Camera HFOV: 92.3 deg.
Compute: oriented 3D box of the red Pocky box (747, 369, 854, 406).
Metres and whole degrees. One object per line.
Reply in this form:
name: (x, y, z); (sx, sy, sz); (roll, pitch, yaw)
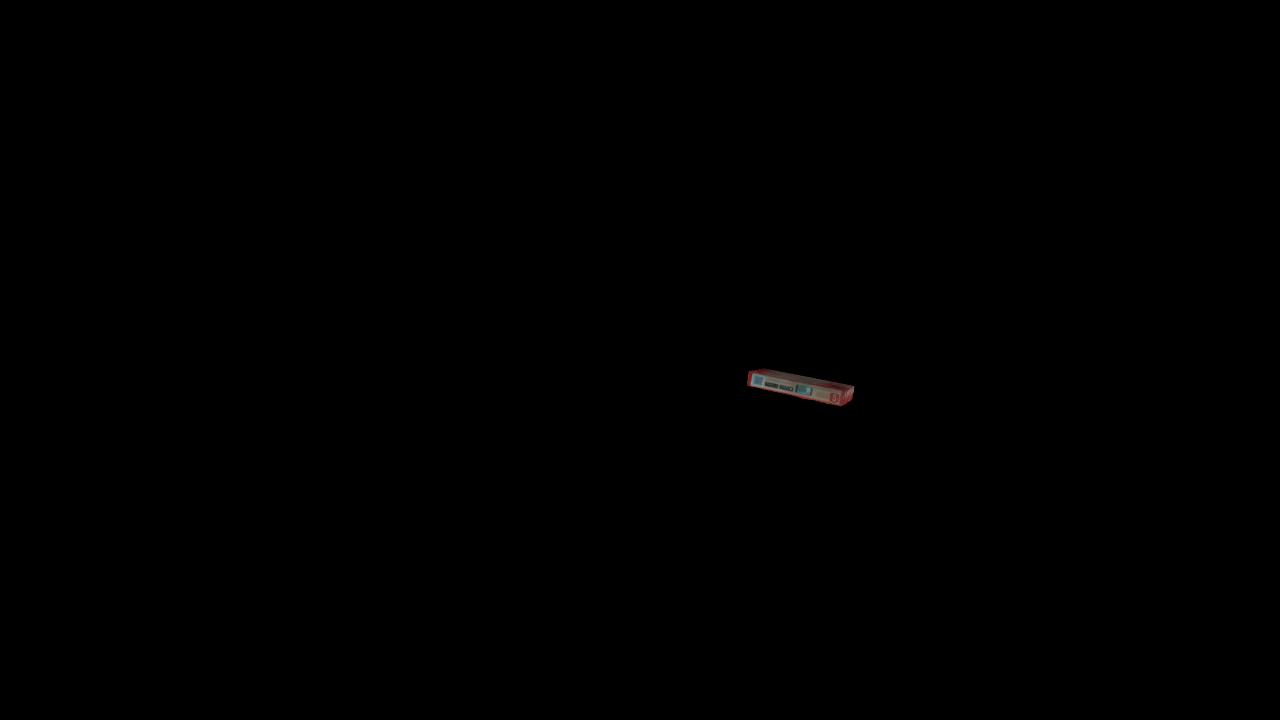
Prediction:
red Pocky box: (0.259, 0.042, 0.992); (0.155, 0.028, 0.083); (12, 9, 28)
